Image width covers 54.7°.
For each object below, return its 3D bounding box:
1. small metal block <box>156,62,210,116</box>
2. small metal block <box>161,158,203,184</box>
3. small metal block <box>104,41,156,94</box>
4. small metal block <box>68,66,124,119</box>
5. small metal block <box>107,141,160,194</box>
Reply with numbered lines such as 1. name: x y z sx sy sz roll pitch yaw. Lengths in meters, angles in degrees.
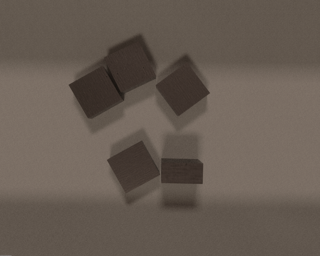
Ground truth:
1. small metal block: 0.030 -0.050 0.412 0.050 0.025 0.050 -37 90 0
2. small metal block: 0.027 0.055 0.399 0.050 0.050 0.025 1 90 -1
3. small metal block: -0.039 -0.079 0.411 0.050 0.025 0.050 -26 90 -1
4. small metal block: -0.083 -0.046 0.410 0.050 0.025 0.050 -30 90 -1
5. small metal block: -0.034 0.051 0.411 0.050 0.025 0.050 -29 90 -1
